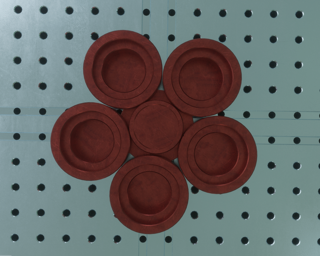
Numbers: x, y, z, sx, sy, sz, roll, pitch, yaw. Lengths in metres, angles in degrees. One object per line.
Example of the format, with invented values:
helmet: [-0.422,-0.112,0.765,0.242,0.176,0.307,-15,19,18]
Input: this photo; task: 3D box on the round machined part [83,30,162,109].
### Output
round machined part: [-0.046,-0.073,0.404,0.099,0.042,0.097,0,90,0]

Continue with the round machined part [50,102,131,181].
round machined part: [-0.086,0.016,0.404,0.099,0.042,0.097,0,90,0]

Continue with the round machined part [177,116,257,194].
round machined part: [0.072,0.033,0.405,0.099,0.042,0.097,0,90,0]

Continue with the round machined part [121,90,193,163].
round machined part: [-0.005,-0.001,0.404,0.099,0.042,0.097,0,90,0]

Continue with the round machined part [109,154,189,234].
round machined part: [-0.013,0.083,0.404,0.099,0.042,0.097,0,90,0]

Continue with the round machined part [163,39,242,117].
round machined part: [0.053,-0.063,0.405,0.099,0.042,0.097,0,90,0]
